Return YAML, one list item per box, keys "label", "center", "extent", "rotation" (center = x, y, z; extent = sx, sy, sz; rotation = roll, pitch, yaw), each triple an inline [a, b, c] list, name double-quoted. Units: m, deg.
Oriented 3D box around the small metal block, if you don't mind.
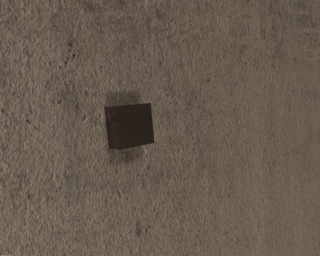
- label: "small metal block"
  center: [-0.036, -0.003, 0.376]
  extent: [0.050, 0.025, 0.050]
  rotation: [-9, 96, -40]
